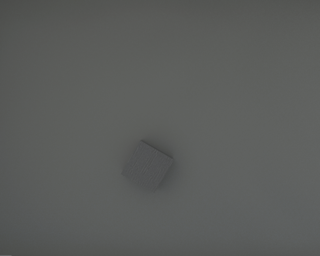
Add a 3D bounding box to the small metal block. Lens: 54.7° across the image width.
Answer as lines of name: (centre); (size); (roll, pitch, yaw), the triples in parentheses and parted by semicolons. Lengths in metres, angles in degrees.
small metal block: (-0.016, 0.050, 0.411); (0.050, 0.025, 0.050); (30, 90, -1)
